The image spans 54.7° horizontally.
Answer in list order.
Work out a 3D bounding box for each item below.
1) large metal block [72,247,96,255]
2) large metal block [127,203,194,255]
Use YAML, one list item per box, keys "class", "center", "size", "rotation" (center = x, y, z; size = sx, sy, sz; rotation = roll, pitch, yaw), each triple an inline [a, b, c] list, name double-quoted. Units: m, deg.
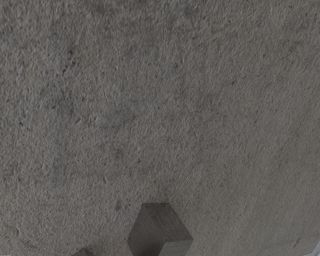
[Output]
- class: "large metal block"
  center: [-0.122, 0.240, 0.453]
  size: [0.080, 0.080, 0.050]
  rotation: [-36, 129, -5]
- class: "large metal block"
  center: [-0.003, 0.173, 0.477]
  size: [0.050, 0.080, 0.079]
  rotation: [9, 114, -32]
